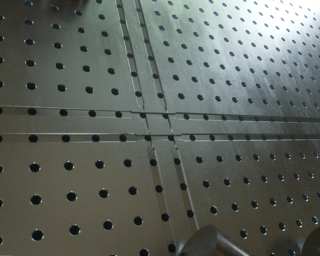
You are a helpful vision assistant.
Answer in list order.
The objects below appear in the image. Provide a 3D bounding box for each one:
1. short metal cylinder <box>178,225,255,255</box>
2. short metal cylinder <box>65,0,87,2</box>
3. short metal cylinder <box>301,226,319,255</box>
[{"bbox_3d":[0.052,0.146,0.311,0.050,0.080,0.080,37,51,-4],"label":"short metal cylinder"},{"bbox_3d":[-0.134,-0.238,0.465,0.081,0.050,0.080,13,56,-21],"label":"short metal cylinder"},{"bbox_3d":[0.229,0.170,0.392,0.050,0.080,0.080,29,52,-10],"label":"short metal cylinder"}]
